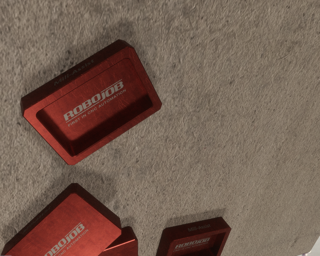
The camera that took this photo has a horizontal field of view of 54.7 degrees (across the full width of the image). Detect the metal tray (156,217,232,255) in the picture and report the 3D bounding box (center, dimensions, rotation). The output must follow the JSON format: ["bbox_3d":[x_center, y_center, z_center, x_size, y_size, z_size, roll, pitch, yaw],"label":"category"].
[{"bbox_3d":[0.061,0.218,0.574,0.131,0.030,0.089,-2,119,-28],"label":"metal tray"}]

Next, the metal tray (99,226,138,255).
[{"bbox_3d":[-0.082,0.226,0.500,0.091,0.030,0.129,-12,124,-22],"label":"metal tray"}]

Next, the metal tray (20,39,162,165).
[{"bbox_3d":[-0.072,-0.027,0.348,0.130,0.030,0.090,-34,129,-7],"label":"metal tray"}]

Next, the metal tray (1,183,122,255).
[{"bbox_3d":[-0.127,0.147,0.407,0.130,0.030,0.090,-43,110,1],"label":"metal tray"}]
